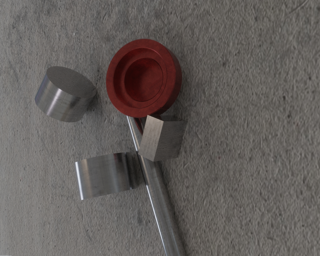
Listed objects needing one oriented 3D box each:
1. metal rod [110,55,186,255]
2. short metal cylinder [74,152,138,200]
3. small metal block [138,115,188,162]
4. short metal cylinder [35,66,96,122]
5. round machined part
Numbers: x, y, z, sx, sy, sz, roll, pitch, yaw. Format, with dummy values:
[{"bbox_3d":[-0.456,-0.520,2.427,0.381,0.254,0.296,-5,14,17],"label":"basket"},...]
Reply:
[{"bbox_3d":[-0.019,0.036,0.420,0.025,0.025,0.299,-28,73,37],"label":"metal rod"},{"bbox_3d":[-0.075,0.067,0.431,0.080,0.081,0.050,-20,78,38],"label":"short metal cylinder"},{"bbox_3d":[0.004,0.012,0.385,0.025,0.050,0.050,22,104,35],"label":"small metal block"},{"bbox_3d":[-0.150,-0.054,0.493,0.080,0.081,0.050,50,120,28],"label":"short metal cylinder"},{"bbox_3d":[-0.017,-0.060,0.398,0.098,0.042,0.097,-1,87,25],"label":"round machined part"}]
